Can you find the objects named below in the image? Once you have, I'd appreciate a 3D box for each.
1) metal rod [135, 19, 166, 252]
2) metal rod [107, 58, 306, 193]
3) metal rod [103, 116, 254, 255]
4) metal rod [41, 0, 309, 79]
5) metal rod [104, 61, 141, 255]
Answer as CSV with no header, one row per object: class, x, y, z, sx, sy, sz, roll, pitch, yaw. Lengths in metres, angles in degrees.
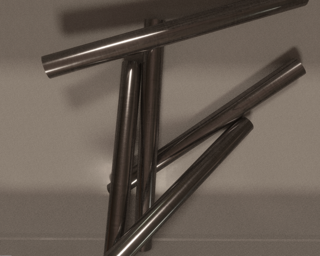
metal rod,-0.015,0.018,0.396,0.025,0.025,0.298,3,102,-2
metal rod,0.053,0.007,0.414,0.300,0.025,0.025,-35,107,11
metal rod,0.009,0.091,0.366,0.301,0.025,0.025,-43,107,-18
metal rod,0.021,-0.109,0.346,0.302,0.025,0.025,-17,110,-4
metal rod,-0.047,0.068,0.372,0.025,0.025,0.298,5,86,-2
